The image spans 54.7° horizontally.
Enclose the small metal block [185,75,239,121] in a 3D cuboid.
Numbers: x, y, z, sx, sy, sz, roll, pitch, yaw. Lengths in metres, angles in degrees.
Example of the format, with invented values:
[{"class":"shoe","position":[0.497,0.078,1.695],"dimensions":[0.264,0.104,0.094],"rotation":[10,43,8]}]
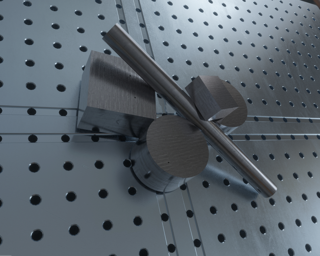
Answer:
[{"class":"small metal block","position":[0.066,-0.038,0.389],"dimensions":[0.050,0.025,0.050],"rotation":[-11,66,-52]}]

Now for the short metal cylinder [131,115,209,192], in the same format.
[{"class":"short metal cylinder","position":[0.011,0.031,0.375],"dimensions":[0.081,0.050,0.080],"rotation":[14,56,-21]}]

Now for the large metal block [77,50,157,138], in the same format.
[{"class":"large metal block","position":[-0.053,-0.039,0.381],"dimensions":[0.081,0.050,0.080],"rotation":[10,57,-23]}]

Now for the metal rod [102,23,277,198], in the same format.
[{"class":"metal rod","position":[0.048,-0.011,0.391],"dimensions":[0.300,0.025,0.025],"rotation":[43,50,-17]}]

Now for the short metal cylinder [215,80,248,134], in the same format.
[{"class":"short metal cylinder","position":[0.077,-0.025,0.444],"dimensions":[0.081,0.050,0.080],"rotation":[14,56,-21]}]
